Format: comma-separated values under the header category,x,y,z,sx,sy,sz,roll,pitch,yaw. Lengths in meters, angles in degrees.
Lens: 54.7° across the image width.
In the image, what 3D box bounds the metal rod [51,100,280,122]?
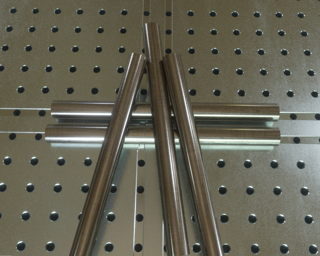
category,x,y,z,sx,sy,sz,roll,pitch,yaw
metal rod,0.007,-0.023,0.420,0.302,0.025,0.025,1,70,0

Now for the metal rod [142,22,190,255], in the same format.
category,x,y,z,sx,sy,sz,roll,pitch,yaw
metal rod,0.004,-0.001,0.386,0.025,0.025,0.299,-6,70,-3

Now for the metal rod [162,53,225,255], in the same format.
category,x,y,z,sx,sy,sz,roll,pitch,yaw
metal rod,0.042,0.050,0.374,0.025,0.025,0.299,-10,77,-4

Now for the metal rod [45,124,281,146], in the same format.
category,x,y,z,sx,sy,sz,roll,pitch,yaw
metal rod,0.004,0.009,0.409,0.302,0.025,0.025,1,70,0

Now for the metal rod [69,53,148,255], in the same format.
category,x,y,z,sx,sy,sz,roll,pitch,yaw
metal rod,-0.065,0.049,0.374,0.025,0.025,0.299,14,77,4
